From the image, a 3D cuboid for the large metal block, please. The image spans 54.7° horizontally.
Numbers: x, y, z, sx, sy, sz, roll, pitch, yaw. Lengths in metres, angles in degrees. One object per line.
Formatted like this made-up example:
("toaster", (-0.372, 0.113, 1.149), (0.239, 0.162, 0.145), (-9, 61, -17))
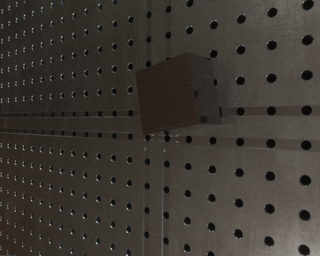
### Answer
("large metal block", (0.021, -0.037, 0.374), (0.080, 0.050, 0.080), (-12, 82, 39))
